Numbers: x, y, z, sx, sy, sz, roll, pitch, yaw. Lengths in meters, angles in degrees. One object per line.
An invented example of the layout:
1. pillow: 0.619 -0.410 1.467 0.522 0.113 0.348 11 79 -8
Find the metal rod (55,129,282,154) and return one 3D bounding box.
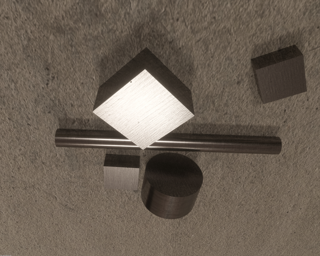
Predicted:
1. metal rod: 0.013 0.019 0.423 0.302 0.025 0.025 2 130 -3

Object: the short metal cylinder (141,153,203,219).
1. short metal cylinder: 0.016 0.081 0.440 0.081 0.080 0.050 7 130 -6

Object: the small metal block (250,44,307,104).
1. small metal block: 0.137 -0.061 0.358 0.050 0.025 0.050 -17 129 13

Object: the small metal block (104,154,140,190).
1. small metal block: -0.057 0.066 0.463 0.050 0.025 0.050 4 130 -4

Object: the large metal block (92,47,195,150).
1. large metal block: -0.018 -0.032 0.363 0.080 0.050 0.080 -35 123 25
